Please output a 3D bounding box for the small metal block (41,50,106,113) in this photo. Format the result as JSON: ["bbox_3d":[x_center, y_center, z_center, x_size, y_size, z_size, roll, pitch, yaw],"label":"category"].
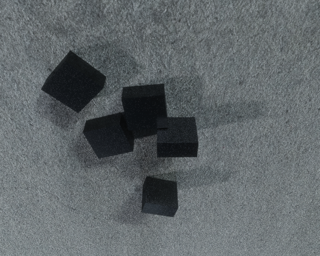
[{"bbox_3d":[-0.100,-0.053,0.361,0.050,0.025,0.050,36,121,-27],"label":"small metal block"}]

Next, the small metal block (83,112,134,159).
[{"bbox_3d":[-0.067,0.011,0.416,0.050,0.025,0.050,-13,129,10],"label":"small metal block"}]

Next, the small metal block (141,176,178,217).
[{"bbox_3d":[0.000,0.107,0.482,0.050,0.050,0.025,12,129,-10],"label":"small metal block"}]

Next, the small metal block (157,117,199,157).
[{"bbox_3d":[0.022,0.011,0.400,0.050,0.050,0.025,0,130,0],"label":"small metal block"}]

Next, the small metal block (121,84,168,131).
[{"bbox_3d":[-0.018,-0.025,0.385,0.050,0.025,0.050,-5,130,3],"label":"small metal block"}]
